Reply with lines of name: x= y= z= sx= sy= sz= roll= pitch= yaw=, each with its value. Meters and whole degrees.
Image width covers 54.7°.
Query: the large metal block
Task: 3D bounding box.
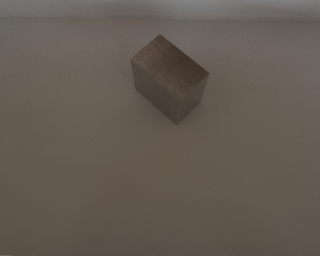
large metal block: x=0.011 y=-0.060 z=0.402 sx=0.080 sy=0.080 sz=0.050 roll=42 pitch=75 yaw=13
